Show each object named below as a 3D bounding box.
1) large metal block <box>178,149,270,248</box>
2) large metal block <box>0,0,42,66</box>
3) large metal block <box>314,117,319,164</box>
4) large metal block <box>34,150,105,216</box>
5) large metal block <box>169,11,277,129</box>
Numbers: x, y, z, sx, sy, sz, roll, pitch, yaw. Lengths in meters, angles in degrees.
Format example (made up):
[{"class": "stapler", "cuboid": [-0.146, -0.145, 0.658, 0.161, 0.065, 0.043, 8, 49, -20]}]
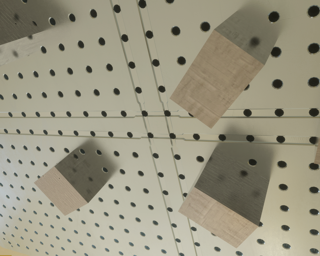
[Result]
[{"class": "large metal block", "cuboid": [0.081, 0.085, 0.386, 0.080, 0.080, 0.050, 31, 128, 8]}, {"class": "large metal block", "cuboid": [-0.224, -0.132, 0.413, 0.080, 0.080, 0.050, 46, 129, -4]}, {"class": "large metal block", "cuboid": [0.196, -0.005, 0.289, 0.080, 0.050, 0.080, 10, 123, 23]}, {"class": "large metal block", "cuboid": [-0.157, 0.096, 0.539, 0.080, 0.050, 0.080, -34, 100, 38]}, {"class": "large metal block", "cuboid": [0.063, -0.059, 0.306, 0.050, 0.080, 0.080, 37, 129, 4]}]
